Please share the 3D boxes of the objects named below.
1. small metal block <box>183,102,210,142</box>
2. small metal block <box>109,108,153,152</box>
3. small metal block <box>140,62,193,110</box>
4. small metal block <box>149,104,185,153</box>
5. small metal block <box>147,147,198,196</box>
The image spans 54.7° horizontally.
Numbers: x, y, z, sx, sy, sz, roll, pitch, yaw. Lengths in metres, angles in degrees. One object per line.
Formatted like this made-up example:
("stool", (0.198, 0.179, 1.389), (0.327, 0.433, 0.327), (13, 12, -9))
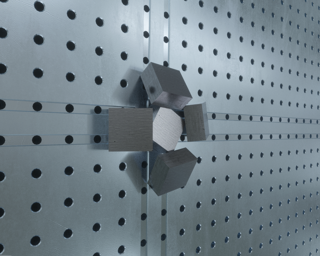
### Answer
("small metal block", (0.053, -0.010, 0.440), (0.050, 0.025, 0.050), (-29, 112, -74))
("small metal block", (-0.035, 0.002, 0.367), (0.050, 0.025, 0.050), (0, 90, -6))
("small metal block", (0.008, -0.054, 0.401), (0.050, 0.025, 0.050), (8, 49, -40))
("small metal block", (0.002, 0.001, 0.412), (0.050, 0.025, 0.050), (39, 66, -34))
("small metal block", (0.016, 0.057, 0.409), (0.050, 0.025, 0.050), (-12, 133, -40))
